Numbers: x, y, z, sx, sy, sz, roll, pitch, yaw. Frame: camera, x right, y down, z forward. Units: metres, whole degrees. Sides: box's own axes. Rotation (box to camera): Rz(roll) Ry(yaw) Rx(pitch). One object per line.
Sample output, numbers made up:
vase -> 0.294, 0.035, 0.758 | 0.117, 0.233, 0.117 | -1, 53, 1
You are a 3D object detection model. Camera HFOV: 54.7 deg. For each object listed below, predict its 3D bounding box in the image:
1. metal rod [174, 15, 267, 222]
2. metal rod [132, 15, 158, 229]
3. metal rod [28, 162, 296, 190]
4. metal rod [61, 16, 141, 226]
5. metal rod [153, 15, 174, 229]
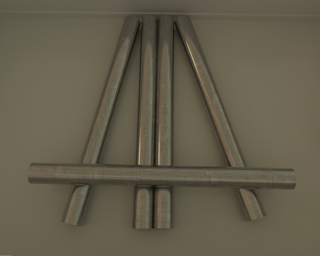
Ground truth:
metal rod -> 0.074, -0.027, 0.419 | 0.025, 0.025, 0.299 | -15, 71, -5
metal rod -> -0.018, -0.022, 0.416 | 0.025, 0.025, 0.299 | 1, 70, 0
metal rod -> 0.002, 0.056, 0.360 | 0.302, 0.025, 0.025 | 1, 70, 0
metal rod -> -0.073, -0.024, 0.416 | 0.025, 0.025, 0.299 | 12, 70, 4
metal rod -> 0.007, -0.022, 0.416 | 0.025, 0.025, 0.299 | 1, 70, 0
